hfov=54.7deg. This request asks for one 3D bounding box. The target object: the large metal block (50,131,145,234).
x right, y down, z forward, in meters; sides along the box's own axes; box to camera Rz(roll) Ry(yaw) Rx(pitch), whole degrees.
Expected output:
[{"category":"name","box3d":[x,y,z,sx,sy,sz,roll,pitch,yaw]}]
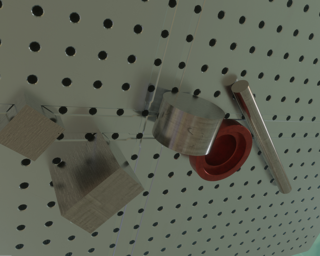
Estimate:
[{"category":"large metal block","box3d":[-0.078,0.063,0.373,0.080,0.080,0.050,-39,130,-2]}]

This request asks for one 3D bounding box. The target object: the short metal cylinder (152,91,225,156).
[{"category":"short metal cylinder","box3d":[0.035,-0.007,0.392,0.081,0.080,0.050,3,117,-30]}]

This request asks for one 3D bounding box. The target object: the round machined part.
[{"category":"round machined part","box3d":[0.086,0.029,0.468,0.099,0.042,0.097,-14,125,-21]}]

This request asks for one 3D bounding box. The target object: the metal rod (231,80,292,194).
[{"category":"metal rod","box3d":[0.184,0.032,0.534,0.025,0.025,0.300,-39,130,-2]}]

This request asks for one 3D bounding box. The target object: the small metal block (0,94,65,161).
[{"category":"small metal block","box3d":[-0.141,0.001,0.335,0.050,0.025,0.050,-46,130,3]}]
